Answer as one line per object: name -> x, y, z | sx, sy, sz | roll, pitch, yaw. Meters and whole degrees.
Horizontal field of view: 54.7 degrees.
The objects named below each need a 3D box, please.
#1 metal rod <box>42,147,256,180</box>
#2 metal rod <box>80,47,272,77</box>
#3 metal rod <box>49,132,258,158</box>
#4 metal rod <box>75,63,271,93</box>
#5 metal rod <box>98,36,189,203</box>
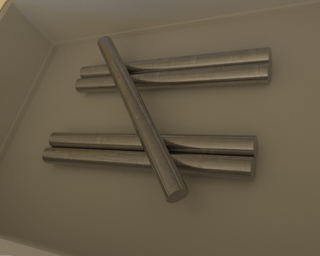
metal rod -> -0.035, 0.042, 0.396 | 0.300, 0.025, 0.025 | 0, 62, 28
metal rod -> 0.005, -0.090, 0.456 | 0.300, 0.025, 0.025 | 1, 62, 28
metal rod -> -0.029, 0.019, 0.407 | 0.300, 0.025, 0.025 | 0, 62, 28
metal rod -> 0.000, -0.068, 0.445 | 0.300, 0.025, 0.025 | 1, 62, 28
metal rod -> -0.036, -0.034, 0.412 | 0.025, 0.025, 0.300 | -33, 51, 7
